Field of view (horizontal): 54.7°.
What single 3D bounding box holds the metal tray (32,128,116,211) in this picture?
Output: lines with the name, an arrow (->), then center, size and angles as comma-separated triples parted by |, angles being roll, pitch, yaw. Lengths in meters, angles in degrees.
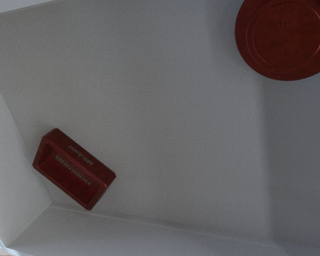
metal tray -> -0.148, 0.072, 0.525 | 0.130, 0.030, 0.089 | 38, 129, 2

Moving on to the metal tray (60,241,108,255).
metal tray -> -0.148, 0.305, 0.672 | 0.130, 0.030, 0.089 | 12, 124, 21

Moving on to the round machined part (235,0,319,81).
round machined part -> 0.117, -0.088, 0.281 | 0.098, 0.042, 0.097 | 13, 124, 20
